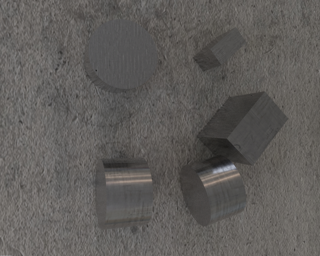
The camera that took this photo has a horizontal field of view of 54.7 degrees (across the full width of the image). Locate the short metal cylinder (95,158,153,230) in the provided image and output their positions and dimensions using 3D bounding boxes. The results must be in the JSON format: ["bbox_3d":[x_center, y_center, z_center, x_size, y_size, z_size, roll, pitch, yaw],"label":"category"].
[{"bbox_3d":[-0.045,0.075,0.364,0.050,0.080,0.080,0,90,-20],"label":"short metal cylinder"}]

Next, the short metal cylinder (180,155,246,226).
[{"bbox_3d":[0.067,0.081,0.405,0.050,0.080,0.080,-14,95,-20],"label":"short metal cylinder"}]

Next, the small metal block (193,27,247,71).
[{"bbox_3d":[0.081,-0.107,0.426,0.050,0.050,0.025,-42,104,-15],"label":"small metal block"}]

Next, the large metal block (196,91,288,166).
[{"bbox_3d":[0.109,0.000,0.420,0.050,0.080,0.080,45,76,-15],"label":"large metal block"}]

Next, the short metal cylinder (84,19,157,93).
[{"bbox_3d":[-0.049,-0.085,0.378,0.081,0.050,0.080,0,90,-20],"label":"short metal cylinder"}]
